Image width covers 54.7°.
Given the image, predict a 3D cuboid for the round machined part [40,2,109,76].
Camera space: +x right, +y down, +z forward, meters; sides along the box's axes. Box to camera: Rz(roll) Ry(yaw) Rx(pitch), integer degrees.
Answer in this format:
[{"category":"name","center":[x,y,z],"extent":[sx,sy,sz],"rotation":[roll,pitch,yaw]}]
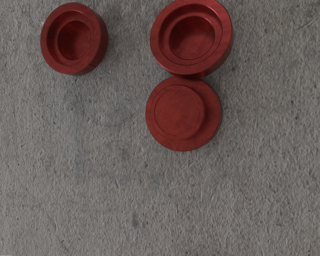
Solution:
[{"category":"round machined part","center":[-0.116,-0.122,0.441],"extent":[0.098,0.042,0.097],"rotation":[0,90,20]}]

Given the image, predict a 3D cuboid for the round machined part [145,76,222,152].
[{"category":"round machined part","center":[0.026,-0.019,0.391],"extent":[0.098,0.042,0.097],"rotation":[0,90,20]}]

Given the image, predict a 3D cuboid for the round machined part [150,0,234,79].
[{"category":"round machined part","center":[0.041,-0.107,0.381],"extent":[0.098,0.042,0.097],"rotation":[-3,81,18]}]
